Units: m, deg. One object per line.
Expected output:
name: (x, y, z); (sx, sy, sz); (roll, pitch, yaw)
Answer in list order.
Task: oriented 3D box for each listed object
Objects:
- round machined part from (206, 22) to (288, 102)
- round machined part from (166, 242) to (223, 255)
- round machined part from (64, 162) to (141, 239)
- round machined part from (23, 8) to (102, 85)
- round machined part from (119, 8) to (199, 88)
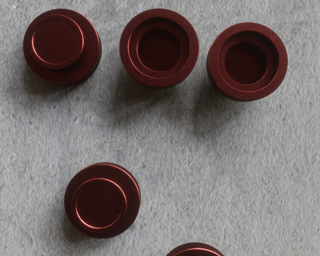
round machined part: (0.109, -0.082, 0.403); (0.099, 0.042, 0.097); (0, 90, -1)
round machined part: (0.045, 0.197, 0.402); (0.099, 0.042, 0.097); (0, 90, -1)
round machined part: (-0.075, 0.095, 0.401); (0.099, 0.042, 0.097); (0, 90, -1)
round machined part: (-0.128, -0.106, 0.400); (0.099, 0.042, 0.097); (0, 90, -1)
round machined part: (-0.001, -0.099, 0.401); (0.099, 0.042, 0.097); (0, 90, -1)
